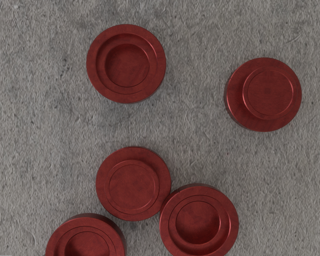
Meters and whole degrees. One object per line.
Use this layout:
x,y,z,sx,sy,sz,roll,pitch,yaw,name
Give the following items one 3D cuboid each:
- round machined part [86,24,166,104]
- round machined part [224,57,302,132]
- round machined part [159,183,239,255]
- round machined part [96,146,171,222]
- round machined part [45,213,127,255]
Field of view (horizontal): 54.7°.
-0.042,-0.079,0.401,0.099,0.042,0.097,0,90,0,round machined part
0.136,-0.044,0.402,0.099,0.042,0.097,0,90,0,round machined part
0.048,0.119,0.400,0.099,0.042,0.097,0,91,-3,round machined part
-0.034,0.073,0.401,0.099,0.042,0.097,0,90,0,round machined part
-0.092,0.158,0.401,0.099,0.042,0.097,0,90,0,round machined part
